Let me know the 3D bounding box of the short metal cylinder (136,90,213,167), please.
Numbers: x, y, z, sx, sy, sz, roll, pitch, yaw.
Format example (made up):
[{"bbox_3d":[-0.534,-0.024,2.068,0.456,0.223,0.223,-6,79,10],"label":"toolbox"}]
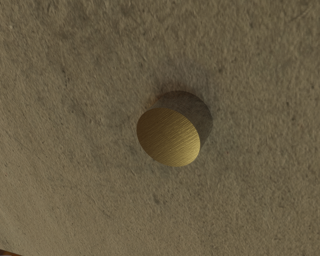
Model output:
[{"bbox_3d":[0.019,0.000,0.380,0.080,0.050,0.079,13,124,20],"label":"short metal cylinder"}]
